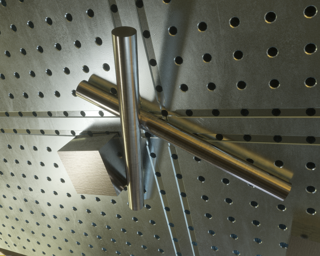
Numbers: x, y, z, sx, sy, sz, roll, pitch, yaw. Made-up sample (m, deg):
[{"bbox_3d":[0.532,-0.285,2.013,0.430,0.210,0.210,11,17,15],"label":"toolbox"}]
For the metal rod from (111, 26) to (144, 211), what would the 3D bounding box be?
[{"bbox_3d":[-0.037,0.015,0.408,0.025,0.025,0.298,17,135,18],"label":"metal rod"}]

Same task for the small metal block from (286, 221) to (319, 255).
[{"bbox_3d":[0.195,0.155,0.404,0.050,0.025,0.050,10,123,22],"label":"small metal block"}]

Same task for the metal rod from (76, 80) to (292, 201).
[{"bbox_3d":[0.022,0.011,0.405,0.301,0.025,0.025,27,128,11],"label":"metal rod"}]

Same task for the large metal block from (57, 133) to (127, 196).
[{"bbox_3d":[-0.098,0.056,0.480,0.080,0.050,0.080,-3,117,29],"label":"large metal block"}]
